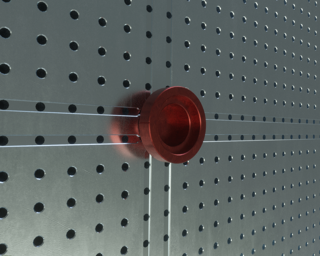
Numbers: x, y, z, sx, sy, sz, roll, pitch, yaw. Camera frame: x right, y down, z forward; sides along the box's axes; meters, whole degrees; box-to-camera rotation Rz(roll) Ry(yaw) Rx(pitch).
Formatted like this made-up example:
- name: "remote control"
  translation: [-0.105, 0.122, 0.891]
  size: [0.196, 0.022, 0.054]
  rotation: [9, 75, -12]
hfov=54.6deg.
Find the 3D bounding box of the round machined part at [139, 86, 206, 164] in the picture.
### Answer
- name: "round machined part"
  translation: [0.012, -0.004, 0.406]
  size: [0.099, 0.042, 0.097]
  rotation: [0, 90, -40]
